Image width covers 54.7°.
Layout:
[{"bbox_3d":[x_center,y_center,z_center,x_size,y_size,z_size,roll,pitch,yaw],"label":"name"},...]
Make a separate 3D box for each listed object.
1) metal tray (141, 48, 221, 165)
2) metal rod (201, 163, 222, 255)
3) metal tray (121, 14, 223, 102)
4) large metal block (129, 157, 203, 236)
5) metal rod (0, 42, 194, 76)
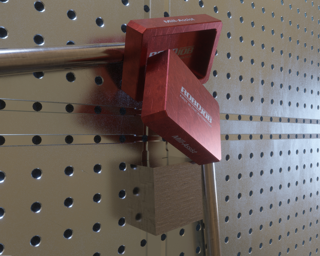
[{"bbox_3d":[0.031,-0.020,0.371,0.130,0.030,0.090,38,46,-45],"label":"metal tray"},{"bbox_3d":[0.076,0.122,0.475,0.025,0.025,0.298,-9,96,-40],"label":"metal rod"},{"bbox_3d":[0.016,-0.091,0.390,0.131,0.030,0.089,-20,134,-36],"label":"metal tray"},{"bbox_3d":[0.008,0.083,0.402,0.081,0.050,0.079,-4,93,-40],"label":"large metal block"},{"bbox_3d":[-0.060,-0.086,0.359,0.302,0.025,0.025,-16,101,-39],"label":"metal rod"}]
